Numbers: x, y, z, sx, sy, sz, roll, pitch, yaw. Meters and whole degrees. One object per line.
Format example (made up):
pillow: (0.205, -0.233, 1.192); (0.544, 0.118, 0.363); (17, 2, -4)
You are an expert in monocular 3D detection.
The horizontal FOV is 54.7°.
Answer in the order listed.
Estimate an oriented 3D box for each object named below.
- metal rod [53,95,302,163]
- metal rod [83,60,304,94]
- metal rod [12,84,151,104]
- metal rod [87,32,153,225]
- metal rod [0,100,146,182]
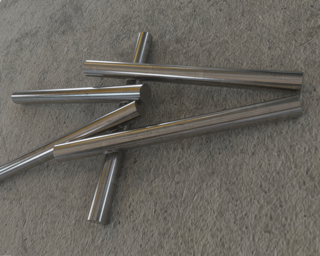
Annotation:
metal rod: (0.009, 0.005, 0.376); (0.301, 0.025, 0.025); (-11, 57, 13)
metal rod: (0.026, -0.071, 0.413); (0.301, 0.025, 0.025); (8, 66, 24)
metal rod: (-0.142, -0.051, 0.491); (0.300, 0.025, 0.025); (3, 63, 35)
metal rod: (-0.050, -0.017, 0.441); (0.025, 0.025, 0.299); (-3, 60, 26)
metal rod: (-0.155, 0.031, 0.448); (0.300, 0.025, 0.025); (-23, 53, 20)
